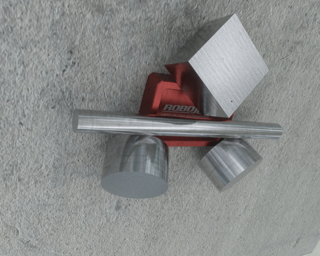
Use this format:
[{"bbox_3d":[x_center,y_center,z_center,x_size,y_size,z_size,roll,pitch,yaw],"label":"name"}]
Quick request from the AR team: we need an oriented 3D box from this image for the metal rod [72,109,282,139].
[{"bbox_3d":[0.044,-0.001,0.393,0.302,0.025,0.025,3,117,-30],"label":"metal rod"}]

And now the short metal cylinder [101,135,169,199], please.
[{"bbox_3d":[-0.029,0.049,0.383,0.080,0.050,0.080,1,146,1],"label":"short metal cylinder"}]

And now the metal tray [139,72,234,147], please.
[{"bbox_3d":[0.038,-0.021,0.414,0.131,0.030,0.089,2,118,-29],"label":"metal tray"}]

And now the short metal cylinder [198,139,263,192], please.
[{"bbox_3d":[0.104,0.052,0.460,0.080,0.050,0.080,-32,158,-15],"label":"short metal cylinder"}]

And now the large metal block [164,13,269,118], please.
[{"bbox_3d":[0.066,-0.069,0.357,0.080,0.050,0.080,-48,115,-16],"label":"large metal block"}]
